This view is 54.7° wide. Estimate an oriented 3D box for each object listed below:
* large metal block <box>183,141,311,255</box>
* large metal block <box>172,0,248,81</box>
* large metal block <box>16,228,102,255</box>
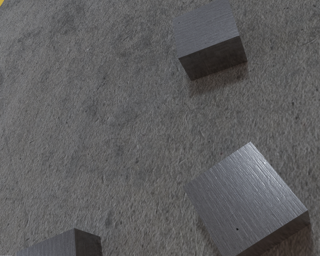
[{"bbox_3d":[0.082,0.074,0.299,0.080,0.050,0.080,-35,51,5],"label":"large metal block"},{"bbox_3d":[0.067,-0.122,0.428,0.080,0.050,0.080,-17,55,18],"label":"large metal block"},{"bbox_3d":[-0.110,0.168,0.342,0.080,0.050,0.080,-25,53,12],"label":"large metal block"}]
